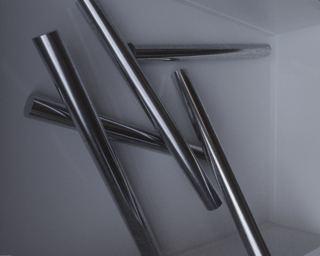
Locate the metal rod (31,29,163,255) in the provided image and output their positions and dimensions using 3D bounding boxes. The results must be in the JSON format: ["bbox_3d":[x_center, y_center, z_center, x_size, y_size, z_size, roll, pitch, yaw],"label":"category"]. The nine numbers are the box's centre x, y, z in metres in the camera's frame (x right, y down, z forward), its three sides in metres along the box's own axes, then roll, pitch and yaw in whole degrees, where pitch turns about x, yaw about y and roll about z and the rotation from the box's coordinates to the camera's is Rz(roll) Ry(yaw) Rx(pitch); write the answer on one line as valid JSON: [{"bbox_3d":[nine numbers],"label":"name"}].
[{"bbox_3d":[-0.054,0.044,0.336,0.025,0.025,0.299,-38,121,-33],"label":"metal rod"}]

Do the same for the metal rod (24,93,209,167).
[{"bbox_3d":[-0.015,0.015,0.393,0.302,0.025,0.025,19,78,-38],"label":"metal rod"}]

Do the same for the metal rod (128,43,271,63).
[{"bbox_3d":[0.078,-0.116,0.471,0.302,0.025,0.025,-13,98,-39],"label":"metal rod"}]

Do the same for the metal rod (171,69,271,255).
[{"bbox_3d":[0.081,0.058,0.394,0.025,0.025,0.299,-9,71,-40],"label":"metal rod"}]

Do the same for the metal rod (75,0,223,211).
[{"bbox_3d":[-0.004,-0.020,0.377,0.025,0.025,0.299,-42,108,-32],"label":"metal rod"}]
